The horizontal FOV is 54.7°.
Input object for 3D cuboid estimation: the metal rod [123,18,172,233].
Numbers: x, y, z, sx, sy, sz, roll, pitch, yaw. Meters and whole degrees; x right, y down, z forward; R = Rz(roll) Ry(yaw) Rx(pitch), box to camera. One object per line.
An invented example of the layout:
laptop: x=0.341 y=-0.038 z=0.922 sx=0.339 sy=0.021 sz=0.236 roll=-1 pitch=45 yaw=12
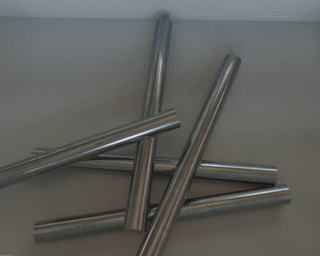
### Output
metal rod: x=-0.011 y=-0.023 z=0.398 sx=0.025 sy=0.025 sz=0.299 roll=6 pitch=64 yaw=2

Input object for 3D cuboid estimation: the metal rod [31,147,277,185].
metal rod: x=-0.008 y=0.048 z=0.390 sx=0.302 sy=0.025 sz=0.025 roll=4 pitch=70 yaw=1

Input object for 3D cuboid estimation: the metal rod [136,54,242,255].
metal rod: x=0.044 y=0.023 z=0.379 sx=0.025 sy=0.025 sz=0.300 roll=23 pitch=64 yaw=8

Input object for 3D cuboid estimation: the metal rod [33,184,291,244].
metal rod: x=0.006 y=0.102 z=0.371 sx=0.302 sy=0.025 sz=0.025 roll=-8 pitch=70 yaw=-4

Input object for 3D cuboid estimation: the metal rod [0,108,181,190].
metal rod: x=-0.122 y=0.036 z=0.367 sx=0.302 sy=0.025 sz=0.025 roll=-19 pitch=71 yaw=-2
